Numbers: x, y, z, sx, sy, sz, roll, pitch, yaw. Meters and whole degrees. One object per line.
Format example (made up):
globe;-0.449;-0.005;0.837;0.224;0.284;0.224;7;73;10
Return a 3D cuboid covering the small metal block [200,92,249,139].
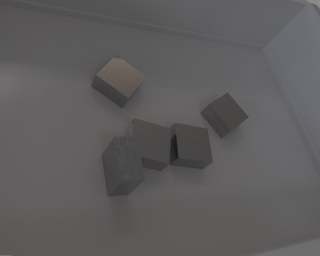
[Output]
small metal block;0.098;-0.020;0.470;0.050;0.025;0.050;-32;80;-38

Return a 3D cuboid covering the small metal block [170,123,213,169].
small metal block;0.039;0.024;0.411;0.050;0.025;0.050;10;58;-23

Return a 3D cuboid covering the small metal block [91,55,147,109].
small metal block;-0.054;-0.063;0.414;0.050;0.025;0.050;36;51;-4

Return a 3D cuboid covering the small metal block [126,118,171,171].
small metal block;-0.015;0.021;0.384;0.050;0.025;0.050;16;55;-19

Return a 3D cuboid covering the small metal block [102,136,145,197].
small metal block;-0.042;0.043;0.341;0.025;0.050;0.050;0;62;-28
